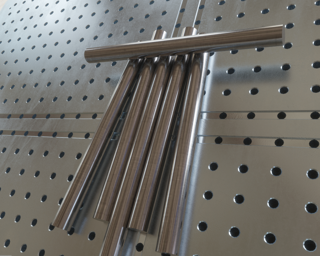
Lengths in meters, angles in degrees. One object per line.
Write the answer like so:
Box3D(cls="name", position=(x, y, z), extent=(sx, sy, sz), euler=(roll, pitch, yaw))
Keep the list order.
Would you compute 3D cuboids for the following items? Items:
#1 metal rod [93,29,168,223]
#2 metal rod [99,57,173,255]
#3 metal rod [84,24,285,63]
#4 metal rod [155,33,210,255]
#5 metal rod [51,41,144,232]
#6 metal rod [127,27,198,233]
Box3D(cls="metal rod", position=(-0.034, -0.019, 0.439), extent=(0.025, 0.025, 0.300), euler=(1, 62, 29))
Box3D(cls="metal rod", position=(-0.025, 0.031, 0.404), extent=(0.025, 0.025, 0.300), euler=(1, 62, 29))
Box3D(cls="metal rod", position=(0.015, -0.115, 0.439), extent=(0.300, 0.025, 0.025), euler=(2, 63, 29))
Box3D(cls="metal rod", position=(0.036, 0.000, 0.391), extent=(0.025, 0.025, 0.300), euler=(-2, 60, 27))
Box3D(cls="metal rod", position=(-0.077, -0.003, 0.450), extent=(0.025, 0.025, 0.300), euler=(8, 65, 31))
Box3D(cls="metal rod", position=(0.011, -0.015, 0.414), extent=(0.025, 0.025, 0.300), euler=(1, 62, 29))
